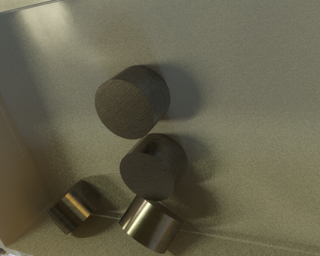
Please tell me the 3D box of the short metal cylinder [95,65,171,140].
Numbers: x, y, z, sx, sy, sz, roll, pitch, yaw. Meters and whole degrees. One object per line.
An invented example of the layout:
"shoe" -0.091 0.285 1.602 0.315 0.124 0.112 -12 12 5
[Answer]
"short metal cylinder" -0.034 -0.032 0.389 0.080 0.050 0.079 13 124 20

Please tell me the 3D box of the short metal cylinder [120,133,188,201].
"short metal cylinder" -0.008 0.054 0.429 0.080 0.050 0.079 13 124 20

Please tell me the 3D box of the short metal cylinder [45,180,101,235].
"short metal cylinder" -0.148 0.135 0.532 0.050 0.080 0.080 47 129 -5

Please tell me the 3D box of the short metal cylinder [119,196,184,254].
"short metal cylinder" -0.012 0.137 0.453 0.080 0.080 0.050 32 84 6
